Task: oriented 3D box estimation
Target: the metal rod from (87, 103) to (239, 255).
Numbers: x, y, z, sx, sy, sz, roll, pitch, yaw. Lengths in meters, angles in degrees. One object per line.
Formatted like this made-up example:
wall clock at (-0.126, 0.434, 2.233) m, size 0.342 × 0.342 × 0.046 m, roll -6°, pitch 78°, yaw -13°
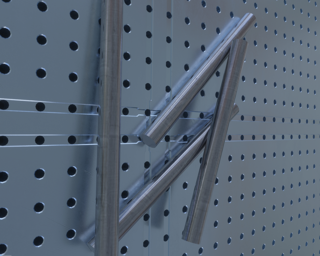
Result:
metal rod at (0.022, 0.053, 0.426) m, size 0.301 × 0.025 × 0.025 m, roll -42°, pitch 115°, yaw -32°

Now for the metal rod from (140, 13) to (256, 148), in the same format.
metal rod at (0.070, -0.085, 0.465) m, size 0.301 × 0.025 × 0.025 m, roll -50°, pitch 120°, yaw -28°

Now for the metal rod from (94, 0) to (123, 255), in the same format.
metal rod at (-0.056, -0.007, 0.344) m, size 0.025 × 0.025 × 0.299 m, roll 6°, pitch 81°, yaw -40°

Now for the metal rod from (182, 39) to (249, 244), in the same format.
metal rod at (0.082, 0.010, 0.442) m, size 0.025 × 0.025 × 0.299 m, roll 27°, pitch 73°, yaw -37°
